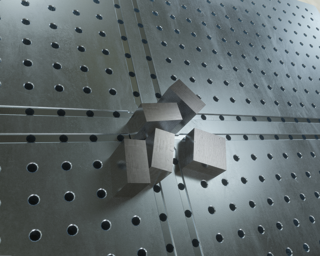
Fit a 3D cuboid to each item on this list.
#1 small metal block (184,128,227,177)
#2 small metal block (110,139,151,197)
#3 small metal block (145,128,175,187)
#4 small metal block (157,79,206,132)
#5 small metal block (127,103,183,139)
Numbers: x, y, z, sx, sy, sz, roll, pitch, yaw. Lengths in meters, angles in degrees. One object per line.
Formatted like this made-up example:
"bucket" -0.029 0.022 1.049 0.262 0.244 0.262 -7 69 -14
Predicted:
"small metal block" 0.062 0.033 0.423 0.050 0.025 0.050 18 54 -18
"small metal block" -0.035 0.046 0.347 0.025 0.050 0.050 6 59 -26
"small metal block" -0.006 0.036 0.368 0.025 0.050 0.050 18 55 -18
"small metal block" 0.026 -0.030 0.426 0.050 0.050 0.025 45 51 2
"small metal block" -0.008 -0.008 0.395 0.050 0.050 0.025 -4 64 -30
